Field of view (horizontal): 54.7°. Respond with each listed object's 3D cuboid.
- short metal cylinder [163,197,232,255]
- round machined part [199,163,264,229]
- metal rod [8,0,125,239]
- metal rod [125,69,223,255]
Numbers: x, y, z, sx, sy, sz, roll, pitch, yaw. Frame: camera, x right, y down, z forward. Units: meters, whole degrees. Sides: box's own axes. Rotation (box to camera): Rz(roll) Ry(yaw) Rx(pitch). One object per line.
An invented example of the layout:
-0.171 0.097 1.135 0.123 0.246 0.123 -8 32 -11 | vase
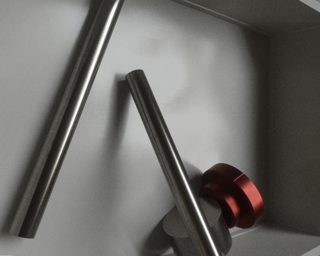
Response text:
0.050 0.138 0.416 0.081 0.080 0.050 -34 111 -35 | short metal cylinder
0.094 0.102 0.442 0.042 0.098 0.097 -31 110 -28 | round machined part
-0.090 -0.037 0.332 0.025 0.025 0.299 28 73 -37 | metal rod
0.024 0.067 0.345 0.025 0.025 0.299 -10 70 -40 | metal rod
